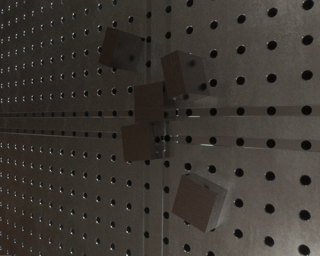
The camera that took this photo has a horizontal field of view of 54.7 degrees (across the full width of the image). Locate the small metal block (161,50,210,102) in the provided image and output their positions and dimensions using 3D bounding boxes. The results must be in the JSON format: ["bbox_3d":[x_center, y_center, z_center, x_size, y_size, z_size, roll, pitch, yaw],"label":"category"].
[{"bbox_3d":[0.031,-0.060,0.366,0.025,0.050,0.050,-17,79,38],"label":"small metal block"}]

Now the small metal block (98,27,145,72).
[{"bbox_3d":[-0.053,-0.109,0.435,0.025,0.050,0.050,27,107,36],"label":"small metal block"}]

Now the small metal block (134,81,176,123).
[{"bbox_3d":[-0.007,-0.033,0.413,0.050,0.025,0.050,-4,87,39],"label":"small metal block"}]

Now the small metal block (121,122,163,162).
[{"bbox_3d":[-0.025,0.020,0.428,0.050,0.025,0.050,-9,84,39],"label":"small metal block"}]

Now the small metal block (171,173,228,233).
[{"bbox_3d":[0.046,0.088,0.370,0.050,0.025,0.050,23,104,37],"label":"small metal block"}]
